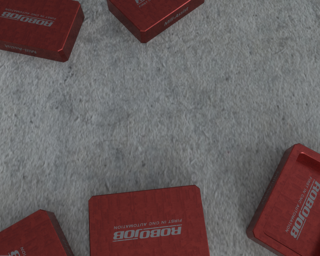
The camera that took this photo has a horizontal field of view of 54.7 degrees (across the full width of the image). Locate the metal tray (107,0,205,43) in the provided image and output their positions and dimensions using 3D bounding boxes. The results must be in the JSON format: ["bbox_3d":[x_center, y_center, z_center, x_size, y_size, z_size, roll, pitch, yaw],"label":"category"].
[{"bbox_3d":[-0.005,-0.201,0.479,0.130,0.030,0.090,-39,75,-13],"label":"metal tray"}]

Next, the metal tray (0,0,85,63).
[{"bbox_3d":[-0.190,-0.154,0.460,0.131,0.030,0.090,12,70,4],"label":"metal tray"}]

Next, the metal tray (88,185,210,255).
[{"bbox_3d":[-0.014,0.120,0.362,0.131,0.030,0.090,-6,70,-3],"label":"metal tray"}]

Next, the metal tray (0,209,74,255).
[{"bbox_3d":[-0.138,0.169,0.342,0.090,0.030,0.130,-29,73,-11],"label":"metal tray"}]

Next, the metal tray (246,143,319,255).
[{"bbox_3d":[0.174,0.095,0.372,0.090,0.030,0.130,30,72,10],"label":"metal tray"}]
